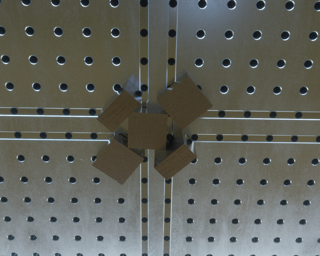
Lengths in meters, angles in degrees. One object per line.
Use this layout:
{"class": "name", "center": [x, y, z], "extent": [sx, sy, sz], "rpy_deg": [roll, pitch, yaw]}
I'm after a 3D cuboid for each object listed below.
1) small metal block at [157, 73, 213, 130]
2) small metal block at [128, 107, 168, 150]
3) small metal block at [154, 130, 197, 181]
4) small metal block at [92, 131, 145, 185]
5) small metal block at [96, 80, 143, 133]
{"class": "small metal block", "center": [0.032, -0.035, 0.401], "extent": [0.050, 0.025, 0.050], "rpy_deg": [-38, 106, 13]}
{"class": "small metal block", "center": [-0.016, 0.000, 0.413], "extent": [0.050, 0.025, 0.050], "rpy_deg": [4, 109, 0]}
{"class": "small metal block", "center": [0.020, 0.035, 0.413], "extent": [0.050, 0.050, 0.025], "rpy_deg": [-40, 105, 13]}
{"class": "small metal block", "center": [-0.056, 0.042, 0.428], "extent": [0.050, 0.025, 0.050], "rpy_deg": [36, 106, -13]}
{"class": "small metal block", "center": [-0.049, -0.028, 0.389], "extent": [0.025, 0.050, 0.050], "rpy_deg": [42, 105, -15]}
